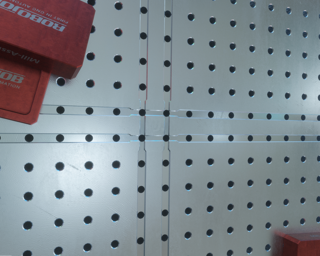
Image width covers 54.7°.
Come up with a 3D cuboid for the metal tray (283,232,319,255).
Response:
[{"bbox_3d":[0.264,0.222,0.510,0.131,0.030,0.089,5,89,-20],"label":"metal tray"}]

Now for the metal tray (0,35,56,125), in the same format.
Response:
[{"bbox_3d":[-0.192,-0.062,0.338,0.131,0.030,0.090,16,85,-20],"label":"metal tray"}]

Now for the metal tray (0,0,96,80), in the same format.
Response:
[{"bbox_3d":[-0.144,-0.116,0.336,0.131,0.030,0.090,17,63,-24],"label":"metal tray"}]
